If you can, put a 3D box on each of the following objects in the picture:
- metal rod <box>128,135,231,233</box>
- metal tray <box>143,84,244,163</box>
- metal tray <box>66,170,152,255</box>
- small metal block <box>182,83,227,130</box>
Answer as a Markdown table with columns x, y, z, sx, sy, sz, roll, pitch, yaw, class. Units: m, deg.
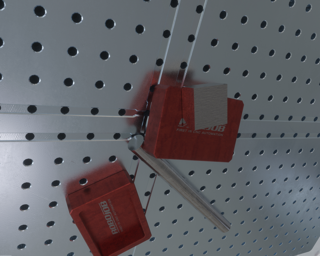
| x | y | z | sx | sy | sz | roll | pitch | yaw | class |
| --- | --- | --- | --- | --- | --- | --- | --- | --- | --- |
| 0.046 | 0.104 | 0.501 | 0.025 | 0.025 | 0.300 | -42 | 130 | 1 | metal rod |
| 0.048 | -0.003 | 0.416 | 0.131 | 0.030 | 0.089 | 7 | 97 | -32 | metal tray |
| -0.070 | 0.132 | 0.451 | 0.091 | 0.030 | 0.129 | -23 | 127 | -14 | metal tray |
| 0.055 | -0.028 | 0.381 | 0.050 | 0.025 | 0.050 | -11 | 106 | -28 | small metal block |
